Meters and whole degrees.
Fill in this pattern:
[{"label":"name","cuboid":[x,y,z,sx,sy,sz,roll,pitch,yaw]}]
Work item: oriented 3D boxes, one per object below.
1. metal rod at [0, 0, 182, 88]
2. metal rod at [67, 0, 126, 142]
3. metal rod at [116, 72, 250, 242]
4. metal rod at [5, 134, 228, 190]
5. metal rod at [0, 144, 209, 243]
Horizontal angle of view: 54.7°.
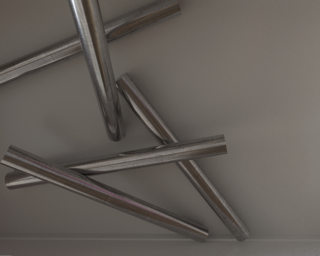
[{"label":"metal rod","cuboid":[-0.120,-0.092,0.375,0.301,0.025,0.025,-20,109,6]},{"label":"metal rod","cuboid":[-0.063,-0.080,0.296,0.025,0.025,0.298,-2,144,0]},{"label":"metal rod","cuboid":[0.038,0.050,0.430,0.025,0.025,0.300,-35,107,11]},{"label":"metal rod","cuboid":[-0.064,0.047,0.409,0.301,0.025,0.025,-11,110,10]},{"label":"metal rod","cuboid":[-0.058,0.097,0.418,0.301,0.025,0.025,28,108,-21]}]
